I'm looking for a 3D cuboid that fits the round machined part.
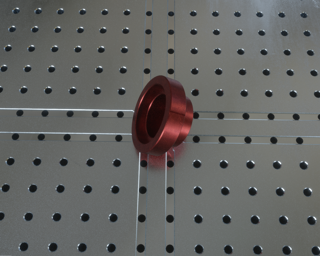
[{"bbox_3d":[0.005,-0.013,0.388,0.042,0.098,0.098,15,67,-28],"label":"round machined part"}]
